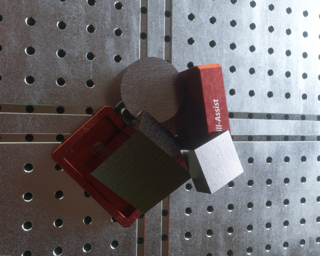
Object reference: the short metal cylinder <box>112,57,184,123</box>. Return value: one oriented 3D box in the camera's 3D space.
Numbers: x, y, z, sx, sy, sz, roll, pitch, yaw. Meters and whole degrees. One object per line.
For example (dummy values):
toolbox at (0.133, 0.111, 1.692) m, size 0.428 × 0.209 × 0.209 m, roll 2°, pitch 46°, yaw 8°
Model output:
short metal cylinder at (-0.016, -0.046, 0.394) m, size 0.081 × 0.050 × 0.079 m, roll 0°, pitch 90°, yaw -21°

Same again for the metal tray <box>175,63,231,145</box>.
metal tray at (0.051, -0.010, 0.398) m, size 0.030 × 0.090 × 0.129 m, roll -10°, pitch 94°, yaw -20°

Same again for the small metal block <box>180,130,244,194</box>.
small metal block at (0.057, 0.036, 0.335) m, size 0.050 × 0.025 × 0.050 m, roll -27°, pitch 100°, yaw -30°

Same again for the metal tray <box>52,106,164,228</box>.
metal tray at (-0.057, 0.048, 0.389) m, size 0.090 × 0.030 × 0.130 m, roll -45°, pitch 104°, yaw -15°

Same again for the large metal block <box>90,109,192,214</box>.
large metal block at (-0.019, 0.040, 0.360) m, size 0.080 × 0.050 × 0.080 m, roll 41°, pitch 112°, yaw -16°
